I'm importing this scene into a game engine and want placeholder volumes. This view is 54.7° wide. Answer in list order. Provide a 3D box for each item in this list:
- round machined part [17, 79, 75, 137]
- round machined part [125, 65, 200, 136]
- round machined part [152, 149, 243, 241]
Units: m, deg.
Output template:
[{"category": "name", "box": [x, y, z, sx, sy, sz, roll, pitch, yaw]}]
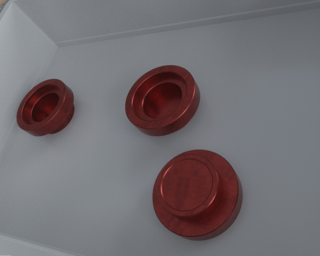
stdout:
[{"category": "round machined part", "box": [-0.181, -0.029, 0.508, 0.098, 0.042, 0.098, -13, 56, 21]}, {"category": "round machined part", "box": [0.007, -0.032, 0.411, 0.098, 0.042, 0.098, -13, 56, 21]}, {"category": "round machined part", "box": [0.035, 0.067, 0.335, 0.098, 0.042, 0.098, -13, 56, 21]}]
